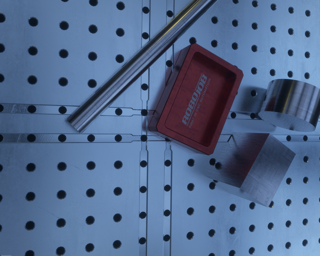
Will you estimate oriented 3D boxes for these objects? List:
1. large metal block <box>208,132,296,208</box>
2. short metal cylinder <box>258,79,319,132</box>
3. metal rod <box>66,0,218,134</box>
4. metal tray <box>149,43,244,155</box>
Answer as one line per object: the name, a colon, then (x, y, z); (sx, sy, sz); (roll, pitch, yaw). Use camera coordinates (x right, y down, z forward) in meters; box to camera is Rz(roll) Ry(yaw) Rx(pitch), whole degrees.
large metal block: (0.124, 0.053, 0.429); (0.050, 0.080, 0.080); (35, 79, -17)
short metal cylinder: (0.192, -0.032, 0.454); (0.080, 0.080, 0.050); (23, 83, -19)
metal rod: (-0.004, -0.107, 0.410); (0.301, 0.025, 0.025); (-47, 105, -14)
metal tray: (0.052, -0.038, 0.428); (0.090, 0.030, 0.130); (26, 82, -18)
